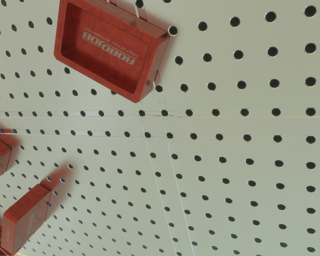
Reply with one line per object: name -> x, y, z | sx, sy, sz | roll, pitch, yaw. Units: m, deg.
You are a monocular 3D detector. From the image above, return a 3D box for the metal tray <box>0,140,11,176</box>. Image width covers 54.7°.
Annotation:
metal tray -> -0.365, 0.036, 0.618 | 0.130, 0.030, 0.089 | 37, 129, 2

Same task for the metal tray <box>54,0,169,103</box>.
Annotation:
metal tray -> -0.064, -0.099, 0.378 | 0.130, 0.030, 0.089 | 30, 128, 8

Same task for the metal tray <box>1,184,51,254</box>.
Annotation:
metal tray -> -0.269, 0.182, 0.619 | 0.030, 0.090, 0.129 | 32, 128, 7

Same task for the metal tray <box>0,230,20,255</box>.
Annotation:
metal tray -> -0.444, 0.302, 0.823 | 0.130, 0.030, 0.090 | 44, 129, -3
